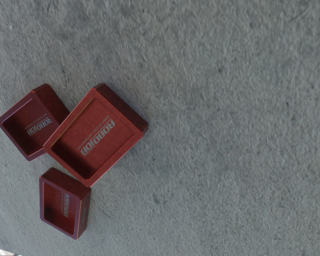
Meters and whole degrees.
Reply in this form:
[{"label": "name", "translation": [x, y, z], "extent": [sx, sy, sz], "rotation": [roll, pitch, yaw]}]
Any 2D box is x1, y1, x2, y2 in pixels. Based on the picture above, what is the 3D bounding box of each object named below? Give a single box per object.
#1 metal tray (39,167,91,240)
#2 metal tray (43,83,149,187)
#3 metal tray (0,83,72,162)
[{"label": "metal tray", "translation": [-0.181, 0.145, 0.585], "extent": [0.090, 0.030, 0.129], "rotation": [25, 127, 12]}, {"label": "metal tray", "translation": [-0.091, 0.013, 0.433], "extent": [0.090, 0.030, 0.130], "rotation": [43, 114, -7]}, {"label": "metal tray", "translation": [-0.199, -0.005, 0.502], "extent": [0.130, 0.030, 0.090], "rotation": [-25, 105, 36]}]
